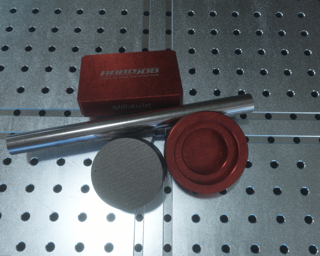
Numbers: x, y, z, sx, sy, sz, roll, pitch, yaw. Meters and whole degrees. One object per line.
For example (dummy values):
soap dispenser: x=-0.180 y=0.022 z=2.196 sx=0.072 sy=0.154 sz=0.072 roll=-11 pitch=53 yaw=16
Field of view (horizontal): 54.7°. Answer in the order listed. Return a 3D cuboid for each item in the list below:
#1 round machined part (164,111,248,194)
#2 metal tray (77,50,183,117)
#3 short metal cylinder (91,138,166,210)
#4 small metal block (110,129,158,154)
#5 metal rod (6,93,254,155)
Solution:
round machined part: x=0.054 y=0.028 z=0.381 sx=0.099 sy=0.042 sz=0.097 roll=0 pitch=92 yaw=-4
metal tray: x=-0.039 y=-0.062 z=0.416 sx=0.131 sy=0.030 sz=0.090 roll=-4 pitch=51 yaw=-3
short metal cylinder: x=-0.035 y=0.051 z=0.367 sx=0.080 sy=0.050 sz=0.079 roll=0 pitch=88 yaw=5
small metal block: x=-0.035 y=0.013 z=0.415 sx=0.050 sy=0.025 sz=0.050 roll=17 pitch=71 yaw=5
metal rod: x=-0.032 y=-0.006 z=0.386 sx=0.302 sy=0.025 sz=0.025 roll=-10 pitch=71 yaw=-4
